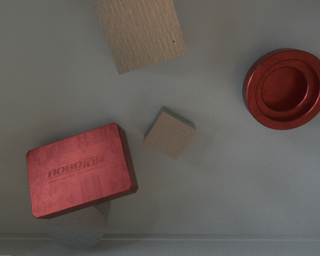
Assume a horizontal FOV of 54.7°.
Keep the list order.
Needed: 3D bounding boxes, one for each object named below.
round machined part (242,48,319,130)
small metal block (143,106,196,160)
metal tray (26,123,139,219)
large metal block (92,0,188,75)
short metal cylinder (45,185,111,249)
[{"bbox_3d":[0.151,-0.050,0.386,0.099,0.042,0.097,0,110,-1],"label":"round machined part"},{"bbox_3d":[0.012,0.007,0.414,0.050,0.025,0.050,29,107,-11],"label":"small metal block"},{"bbox_3d":[-0.102,0.056,0.400,0.131,0.030,0.090,-18,69,6],"label":"metal tray"},{"bbox_3d":[-0.020,-0.115,0.355,0.080,0.050,0.080,-17,110,5],"label":"large metal block"},{"bbox_3d":[-0.114,0.124,0.442,0.081,0.050,0.079,0,110,-1],"label":"short metal cylinder"}]
